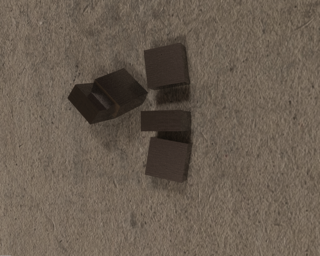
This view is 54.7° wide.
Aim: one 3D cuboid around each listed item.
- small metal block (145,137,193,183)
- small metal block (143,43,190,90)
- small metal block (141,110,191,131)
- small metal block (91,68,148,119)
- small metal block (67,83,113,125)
[{"bbox_3d":[0.012,0.040,0.404,0.050,0.025,0.050,10,93,19],"label":"small metal block"},{"bbox_3d":[0.009,-0.079,0.405,0.050,0.025,0.050,-7,88,19],"label":"small metal block"},{"bbox_3d":[0.009,-0.009,0.392,0.050,0.050,0.025,0,90,19],"label":"small metal block"},{"bbox_3d":[-0.053,-0.047,0.411,0.050,0.050,0.025,47,140,14],"label":"small metal block"},{"bbox_3d":[-0.088,-0.035,0.423,0.050,0.050,0.025,47,119,13],"label":"small metal block"}]
